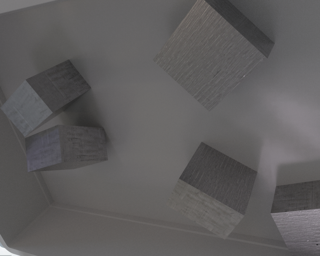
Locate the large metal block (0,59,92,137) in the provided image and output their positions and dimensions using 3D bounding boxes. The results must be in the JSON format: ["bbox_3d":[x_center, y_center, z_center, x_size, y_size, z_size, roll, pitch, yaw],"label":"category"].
[{"bbox_3d":[-0.157,-0.042,0.430,0.080,0.080,0.050,-29,102,37],"label":"large metal block"}]

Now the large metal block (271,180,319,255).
[{"bbox_3d":[0.187,0.109,0.361,0.080,0.050,0.080,-18,109,35],"label":"large metal block"}]

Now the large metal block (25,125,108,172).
[{"bbox_3d":[-0.137,0.031,0.456,0.080,0.080,0.050,-17,77,35],"label":"large metal block"}]

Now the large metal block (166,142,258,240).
[{"bbox_3d":[0.065,0.074,0.385,0.080,0.080,0.050,29,128,10],"label":"large metal block"}]

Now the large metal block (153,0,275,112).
[{"bbox_3d":[0.054,-0.078,0.316,0.080,0.050,0.080,42,129,-1],"label":"large metal block"}]
